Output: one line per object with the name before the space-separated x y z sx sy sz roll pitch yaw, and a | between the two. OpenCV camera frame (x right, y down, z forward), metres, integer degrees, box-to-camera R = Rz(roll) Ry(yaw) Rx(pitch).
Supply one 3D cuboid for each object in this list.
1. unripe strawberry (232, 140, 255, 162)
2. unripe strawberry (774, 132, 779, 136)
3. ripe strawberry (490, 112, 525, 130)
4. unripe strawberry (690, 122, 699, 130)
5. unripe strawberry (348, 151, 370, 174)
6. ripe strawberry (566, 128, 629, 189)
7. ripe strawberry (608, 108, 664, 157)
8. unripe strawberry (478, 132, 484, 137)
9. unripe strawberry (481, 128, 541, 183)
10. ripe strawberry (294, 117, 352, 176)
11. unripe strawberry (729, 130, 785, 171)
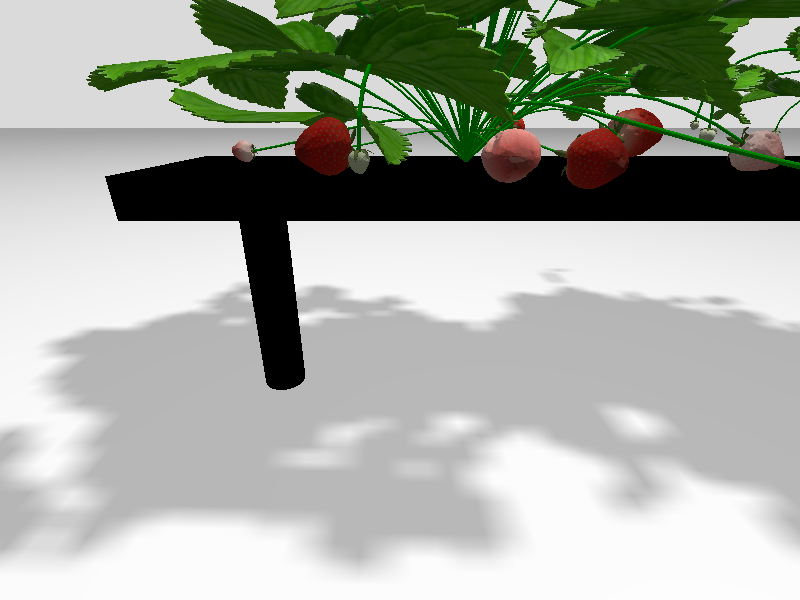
unripe strawberry | -0.130 -0.123 0.331 0.017 0.017 0.016 0 25 1
unripe strawberry | 0.429 -0.187 0.460 0.011 0.011 0.010 -12 27 -25
ripe strawberry | 0.126 -0.200 0.472 0.040 0.042 0.044 10 13 21
unripe strawberry | 0.436 -0.258 0.593 0.011 0.011 0.011 -5 25 -12
unripe strawberry | -0.018 -0.059 0.171 0.009 0.010 0.010 10 26 21
ripe strawberry | 0.101 -0.071 0.204 0.028 0.030 0.031 -8 26 -17
ripe strawberry | 0.205 -0.145 0.348 0.041 0.040 0.045 -4 25 -10
unripe strawberry | 0.085 -0.178 0.446 0.021 0.022 0.023 6 25 12
unripe strawberry | 0.060 -0.076 0.212 0.031 0.028 0.028 -1 25 -2
ripe strawberry | -0.049 -0.097 0.254 0.036 0.035 0.033 -18 30 -33
unripe strawberry | 0.227 -0.092 0.252 0.026 0.025 0.028 35 34 10
